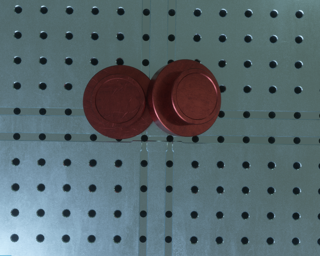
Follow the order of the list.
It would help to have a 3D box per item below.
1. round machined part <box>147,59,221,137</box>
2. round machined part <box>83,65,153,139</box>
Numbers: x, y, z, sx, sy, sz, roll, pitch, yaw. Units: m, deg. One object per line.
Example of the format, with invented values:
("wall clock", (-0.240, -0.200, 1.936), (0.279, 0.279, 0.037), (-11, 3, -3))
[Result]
("round machined part", (0.036, -0.037, 0.388), (0.099, 0.042, 0.097), (0, 89, -24))
("round machined part", (-0.052, -0.034, 0.405), (0.099, 0.042, 0.097), (0, 90, 0))
